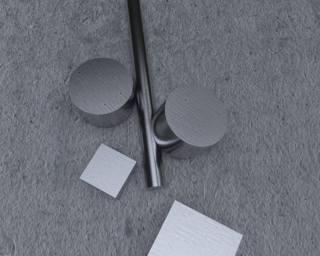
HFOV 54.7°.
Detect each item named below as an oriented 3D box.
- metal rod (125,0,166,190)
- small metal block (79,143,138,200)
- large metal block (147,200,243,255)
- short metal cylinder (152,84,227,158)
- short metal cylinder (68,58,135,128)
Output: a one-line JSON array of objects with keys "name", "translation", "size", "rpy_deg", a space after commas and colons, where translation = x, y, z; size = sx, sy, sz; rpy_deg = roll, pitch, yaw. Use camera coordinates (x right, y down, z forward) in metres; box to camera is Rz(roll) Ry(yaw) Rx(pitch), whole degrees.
[{"name": "metal rod", "translation": [-0.024, -0.066, 0.431], "size": [0.025, 0.025, 0.299], "rpy_deg": [-7, 70, -3]}, {"name": "small metal block", "translation": [-0.063, 0.055, 0.387], "size": [0.050, 0.025, 0.050], "rpy_deg": [27, 72, 9]}, {"name": "large metal block", "translation": [0.034, 0.138, 0.345], "size": [0.080, 0.050, 0.080], "rpy_deg": [26, 72, 9]}, {"name": "short metal cylinder", "translation": [0.036, -0.007, 0.386], "size": [0.081, 0.050, 0.080], "rpy_deg": [7, 67, -18]}, {"name": "short metal cylinder", "translation": [-0.074, -0.045, 0.411], "size": [0.081, 0.050, 0.080], "rpy_deg": [0, 70, 0]}]
